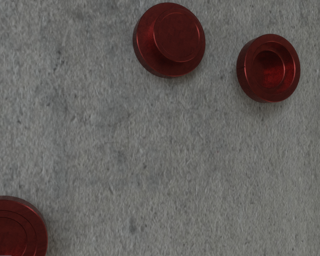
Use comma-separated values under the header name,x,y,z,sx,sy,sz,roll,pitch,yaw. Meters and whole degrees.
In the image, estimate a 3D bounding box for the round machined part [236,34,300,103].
name,x,y,z,sx,sy,sz,roll,pitch,yaw
round machined part,0.154,-0.085,0.459,0.099,0.042,0.097,0,90,-21

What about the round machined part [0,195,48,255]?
name,x,y,z,sx,sy,sz,roll,pitch,yaw
round machined part,-0.175,0.122,0.336,0.099,0.042,0.097,0,90,-21

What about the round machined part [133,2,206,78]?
name,x,y,z,sx,sy,sz,roll,pitch,yaw
round machined part,0.017,-0.117,0.407,0.099,0.042,0.097,0,90,-21
